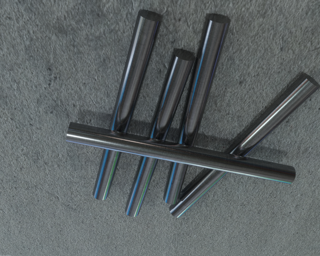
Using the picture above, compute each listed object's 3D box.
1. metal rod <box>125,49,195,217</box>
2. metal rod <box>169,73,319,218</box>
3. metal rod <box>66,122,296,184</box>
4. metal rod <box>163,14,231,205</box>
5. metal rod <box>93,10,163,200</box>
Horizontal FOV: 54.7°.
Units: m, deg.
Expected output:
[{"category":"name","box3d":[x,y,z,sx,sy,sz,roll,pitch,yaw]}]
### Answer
[{"category":"metal rod","box3d":[-0.010,0.030,0.432,0.025,0.025,0.298,11,129,-9]},{"category":"metal rod","box3d":[0.102,0.043,0.444,0.025,0.025,0.298,24,126,-19]},{"category":"metal rod","box3d":[0.035,0.035,0.402,0.302,0.025,0.025,12,129,-10]},{"category":"metal rod","box3d":[0.038,0.002,0.408,0.025,0.025,0.298,6,130,-5]},{"category":"metal rod","box3d":[-0.052,-0.004,0.403,0.025,0.025,0.298,13,129,-11]}]
